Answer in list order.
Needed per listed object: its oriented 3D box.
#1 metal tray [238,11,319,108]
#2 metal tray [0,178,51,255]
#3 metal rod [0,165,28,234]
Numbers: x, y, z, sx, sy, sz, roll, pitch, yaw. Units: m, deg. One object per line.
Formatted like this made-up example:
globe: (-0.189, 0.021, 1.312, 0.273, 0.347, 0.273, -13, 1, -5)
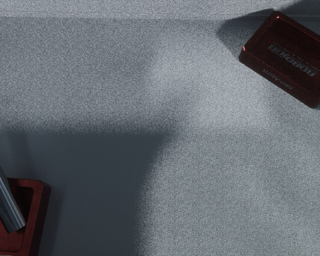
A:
metal tray: (0.193, -0.101, 0.446, 0.130, 0.030, 0.090, 37, 74, 12)
metal tray: (-0.206, 0.104, 0.366, 0.131, 0.030, 0.090, 5, 70, 1)
metal rod: (-0.225, -0.021, 0.343, 0.025, 0.025, 0.299, -26, 94, -9)
